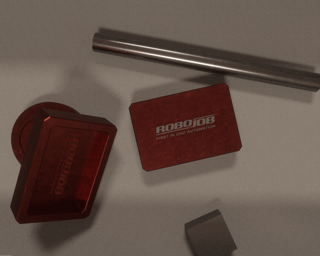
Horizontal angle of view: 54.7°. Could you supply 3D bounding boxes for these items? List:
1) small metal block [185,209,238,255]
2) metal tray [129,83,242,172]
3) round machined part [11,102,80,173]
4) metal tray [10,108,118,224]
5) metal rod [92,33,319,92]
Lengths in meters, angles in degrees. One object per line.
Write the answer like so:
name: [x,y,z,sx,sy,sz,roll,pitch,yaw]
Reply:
small metal block: [0.067,0.144,0.412,0.050,0.025,0.050,-24,90,-1]
metal tray: [0.033,-0.001,0.409,0.131,0.030,0.089,-13,90,-1]
round machined part: [-0.144,0.015,0.401,0.099,0.042,0.097,0,90,-1]
metal tray: [-0.113,0.047,0.369,0.091,0.030,0.129,9,105,-41]
metal rod: [0.062,-0.087,0.412,0.302,0.025,0.025,10,90,-1]
